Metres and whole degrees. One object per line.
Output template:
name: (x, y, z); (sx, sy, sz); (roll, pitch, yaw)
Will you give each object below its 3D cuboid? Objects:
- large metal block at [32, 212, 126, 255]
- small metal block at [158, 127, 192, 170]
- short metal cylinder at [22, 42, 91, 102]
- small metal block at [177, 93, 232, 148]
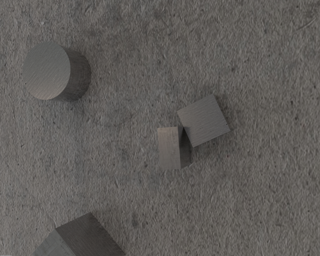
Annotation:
large metal block: (-0.106, 0.170, 0.417); (0.080, 0.080, 0.050); (45, 104, 14)
small metal block: (0.019, 0.024, 0.389); (0.025, 0.050, 0.050); (-5, 89, 20)
short metal cylinder: (-0.148, -0.079, 0.448); (0.080, 0.050, 0.080); (0, 90, 20)
small metal block: (0.057, -0.009, 0.389); (0.050, 0.025, 0.050); (-26, 82, 18)
